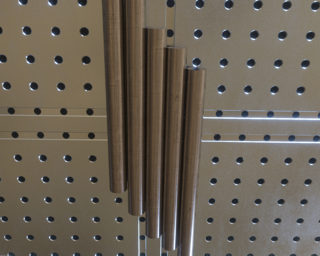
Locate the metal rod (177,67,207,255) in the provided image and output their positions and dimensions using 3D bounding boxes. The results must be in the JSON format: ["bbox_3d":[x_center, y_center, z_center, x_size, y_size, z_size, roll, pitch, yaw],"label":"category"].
[{"bbox_3d":[0.043,0.066,0.437,0.025,0.025,0.298,1,110,-1],"label":"metal rod"}]

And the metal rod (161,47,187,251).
[{"bbox_3d":[0.018,0.042,0.428,0.025,0.025,0.298,1,110,-1],"label":"metal rod"}]

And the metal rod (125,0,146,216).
[{"bbox_3d":[-0.031,-0.017,0.406,0.025,0.025,0.298,1,110,-1],"label":"metal rod"}]

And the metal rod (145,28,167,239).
[{"bbox_3d":[-0.007,0.021,0.420,0.025,0.025,0.298,1,110,-1],"label":"metal rod"}]

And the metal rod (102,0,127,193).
[{"bbox_3d":[-0.057,-0.053,0.393,0.025,0.025,0.298,1,110,-1],"label":"metal rod"}]
